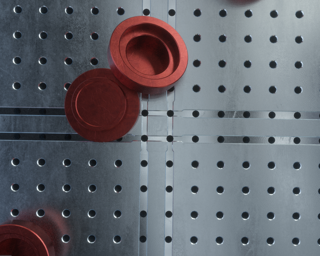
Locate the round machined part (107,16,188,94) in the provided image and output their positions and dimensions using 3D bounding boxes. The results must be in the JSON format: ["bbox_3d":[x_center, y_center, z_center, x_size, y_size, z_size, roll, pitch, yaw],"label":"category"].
[{"bbox_3d":[-0.018,-0.088,0.393,0.099,0.042,0.098,6,72,-17],"label":"round machined part"}]

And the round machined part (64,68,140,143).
[{"bbox_3d":[-0.076,-0.030,0.404,0.099,0.042,0.097,0,90,0],"label":"round machined part"}]

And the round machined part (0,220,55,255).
[{"bbox_3d":[-0.185,0.168,0.404,0.099,0.042,0.097,0,90,0],"label":"round machined part"}]
